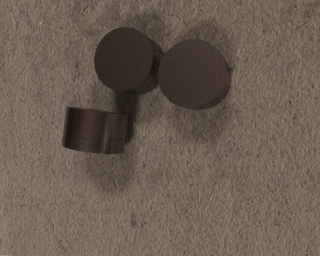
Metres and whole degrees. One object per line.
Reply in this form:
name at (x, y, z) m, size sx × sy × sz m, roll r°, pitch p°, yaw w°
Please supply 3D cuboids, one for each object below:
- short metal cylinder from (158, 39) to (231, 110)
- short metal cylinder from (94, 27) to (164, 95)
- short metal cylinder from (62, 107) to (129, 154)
short metal cylinder at (0.044, -0.063, 0.380) m, size 0.080 × 0.050 × 0.079 m, roll 0°, pitch 90°, yaw 19°
short metal cylinder at (-0.038, -0.086, 0.408) m, size 0.080 × 0.050 × 0.079 m, roll 0°, pitch 90°, yaw 19°
short metal cylinder at (-0.085, 0.002, 0.408) m, size 0.080 × 0.080 × 0.050 m, roll 9°, pitch 93°, yaw 19°
